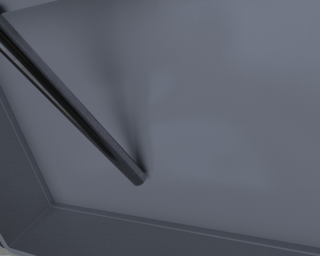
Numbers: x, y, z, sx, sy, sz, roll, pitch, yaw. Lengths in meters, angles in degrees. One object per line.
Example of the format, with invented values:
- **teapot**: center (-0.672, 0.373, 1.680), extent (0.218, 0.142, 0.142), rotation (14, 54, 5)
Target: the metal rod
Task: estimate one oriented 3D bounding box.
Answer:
- **metal rod**: center (-0.095, -0.012, 0.375), extent (0.025, 0.025, 0.300), rotation (-3, 142, 30)
